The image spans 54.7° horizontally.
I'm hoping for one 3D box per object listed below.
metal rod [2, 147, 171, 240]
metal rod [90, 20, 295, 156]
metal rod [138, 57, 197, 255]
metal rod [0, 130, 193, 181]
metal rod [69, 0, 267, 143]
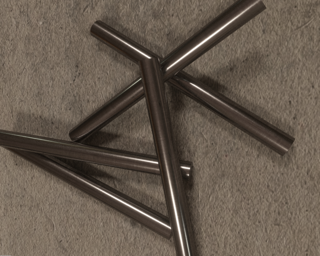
[{"bbox_3d":[-0.114,0.076,0.447,0.301,0.025,0.025,24,98,18],"label":"metal rod"},{"bbox_3d":[0.029,-0.059,0.398,0.300,0.025,0.025,34,101,16],"label":"metal rod"},{"bbox_3d":[0.015,0.067,0.374,0.025,0.025,0.298,-8,98,19],"label":"metal rod"},{"bbox_3d":[-0.105,0.034,0.431,0.301,0.025,0.025,8,93,14],"label":"metal rod"},{"bbox_3d":[-0.009,-0.061,0.386,0.299,0.025,0.025,-33,80,26],"label":"metal rod"}]
